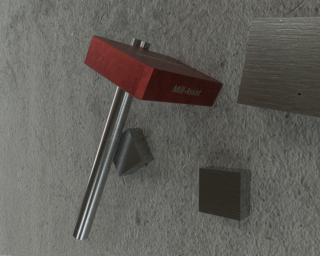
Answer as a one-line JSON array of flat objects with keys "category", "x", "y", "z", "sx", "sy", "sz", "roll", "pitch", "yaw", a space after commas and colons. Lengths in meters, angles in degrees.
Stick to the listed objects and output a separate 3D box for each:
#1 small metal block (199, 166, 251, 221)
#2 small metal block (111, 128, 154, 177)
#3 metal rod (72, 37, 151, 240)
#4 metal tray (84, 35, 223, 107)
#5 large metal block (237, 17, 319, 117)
[{"category": "small metal block", "x": 0.072, "y": 0.070, "z": 0.345, "sx": 0.050, "sy": 0.025, "sz": 0.050, "roll": 1, "pitch": 91, "yaw": 39}, {"category": "small metal block", "x": -0.042, "y": 0.034, "z": 0.438, "sx": 0.050, "sy": 0.025, "sz": 0.050, "roll": -37, "pitch": 68, "yaw": 33}, {"category": "metal rod", "x": -0.072, "y": 0.025, "z": 0.429, "sx": 0.025, "sy": 0.025, "sz": 0.298, "roll": 31, "pitch": 109, "yaw": 35}, {"category": "metal tray", "x": -0.003, "y": -0.059, "z": 0.337, "sx": 0.090, "sy": 0.131, "sz": 0.030, "roll": 36, "pitch": 112, "yaw": 34}, {"category": "large metal block", "x": 0.126, "y": -0.054, "z": 0.284, "sx": 0.080, "sy": 0.050, "sz": 0.079, "roll": 15, "pitch": 100, "yaw": 38}]
